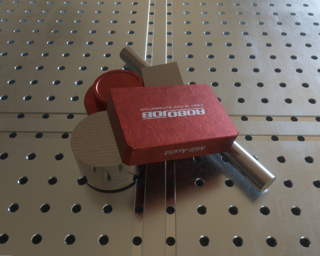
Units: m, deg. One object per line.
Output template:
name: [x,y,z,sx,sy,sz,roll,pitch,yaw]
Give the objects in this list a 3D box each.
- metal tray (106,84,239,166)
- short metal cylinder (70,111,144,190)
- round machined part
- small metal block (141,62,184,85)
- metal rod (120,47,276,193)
metal tray: [0.013,-0.009,0.357,0.131,0.030,0.090,-6,49,-22]
short metal cylinder: [-0.059,0.025,0.364,0.081,0.050,0.080,0,50,0]
round machined part: [-0.055,-0.044,0.426,0.099,0.042,0.098,-1,50,1]
small metal block: [0.004,-0.061,0.423,0.050,0.025,0.050,-11,53,-3]
metal rod: [0.034,-0.029,0.427,0.025,0.025,0.300,-29,56,-22]
